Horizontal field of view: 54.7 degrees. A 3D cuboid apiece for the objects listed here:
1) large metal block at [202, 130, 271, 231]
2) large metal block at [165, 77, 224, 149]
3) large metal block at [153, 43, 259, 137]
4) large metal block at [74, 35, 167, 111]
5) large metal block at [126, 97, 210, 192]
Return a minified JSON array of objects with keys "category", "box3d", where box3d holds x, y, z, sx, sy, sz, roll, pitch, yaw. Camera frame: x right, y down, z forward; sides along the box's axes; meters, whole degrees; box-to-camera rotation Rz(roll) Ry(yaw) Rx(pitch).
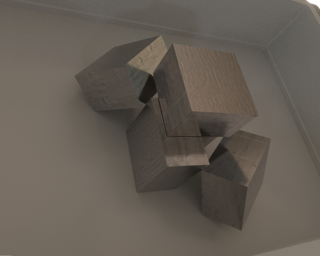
[{"category":"large metal block","box3d":[0.090,0.059,0.371,0.050,0.080,0.080,18,45,26]},{"category":"large metal block","box3d":[0.041,-0.022,0.402,0.050,0.080,0.080,1,61,-28]},{"category":"large metal block","box3d":[0.046,-0.038,0.332,0.081,0.050,0.080,2,61,-27]},{"category":"large metal block","box3d":[-0.040,-0.066,0.377,0.080,0.080,0.050,-51,127,-39]},{"category":"large metal block","box3d":[0.004,0.021,0.358,0.050,0.080,0.080,1,61,-28]}]
